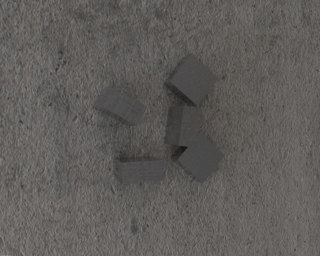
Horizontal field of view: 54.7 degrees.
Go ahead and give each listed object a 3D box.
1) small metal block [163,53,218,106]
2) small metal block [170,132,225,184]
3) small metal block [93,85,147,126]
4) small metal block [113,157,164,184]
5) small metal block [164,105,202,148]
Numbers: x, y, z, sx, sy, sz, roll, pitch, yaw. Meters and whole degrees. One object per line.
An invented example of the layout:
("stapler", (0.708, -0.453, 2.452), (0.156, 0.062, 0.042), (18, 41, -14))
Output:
("small metal block", (0.042, -0.065, 0.424), (0.050, 0.025, 0.050), (40, 77, -16))
("small metal block", (0.052, 0.040, 0.428), (0.050, 0.025, 0.050), (44, 76, -15))
("small metal block", (-0.050, -0.025, 0.377), (0.050, 0.050, 0.025), (29, 81, -18))
("small metal block", (-0.028, 0.051, 0.385), (0.050, 0.050, 0.025), (-2, 91, -20))
("small metal block", (0.029, -0.002, 0.406), (0.025, 0.050, 0.050), (9, 87, -20))
